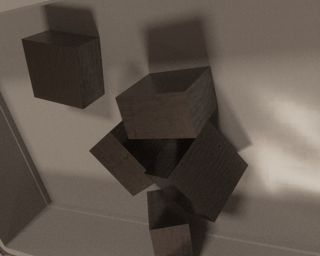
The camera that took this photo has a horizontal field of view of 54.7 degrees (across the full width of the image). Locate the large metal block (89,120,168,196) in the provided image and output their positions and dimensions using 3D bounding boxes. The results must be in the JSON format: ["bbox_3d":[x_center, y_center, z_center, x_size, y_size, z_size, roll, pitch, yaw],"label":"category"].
[{"bbox_3d":[-0.029,0.026,0.403,0.080,0.080,0.050,47,129,-5],"label":"large metal block"}]

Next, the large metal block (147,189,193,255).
[{"bbox_3d":[0.014,0.143,0.442,0.050,0.080,0.079,-10,115,-1],"label":"large metal block"}]

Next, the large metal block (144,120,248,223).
[{"bbox_3d":[0.043,0.048,0.359,0.080,0.080,0.050,46,157,-22],"label":"large metal block"}]

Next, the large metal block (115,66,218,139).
[{"bbox_3d":[0.011,-0.029,0.348,0.080,0.080,0.050,-2,116,29],"label":"large metal block"}]

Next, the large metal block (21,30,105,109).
[{"bbox_3d":[-0.124,-0.079,0.407,0.080,0.050,0.079,14,124,20],"label":"large metal block"}]
